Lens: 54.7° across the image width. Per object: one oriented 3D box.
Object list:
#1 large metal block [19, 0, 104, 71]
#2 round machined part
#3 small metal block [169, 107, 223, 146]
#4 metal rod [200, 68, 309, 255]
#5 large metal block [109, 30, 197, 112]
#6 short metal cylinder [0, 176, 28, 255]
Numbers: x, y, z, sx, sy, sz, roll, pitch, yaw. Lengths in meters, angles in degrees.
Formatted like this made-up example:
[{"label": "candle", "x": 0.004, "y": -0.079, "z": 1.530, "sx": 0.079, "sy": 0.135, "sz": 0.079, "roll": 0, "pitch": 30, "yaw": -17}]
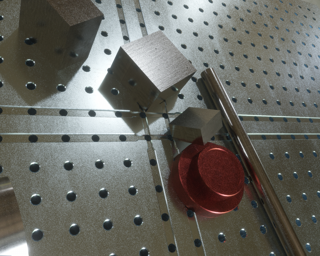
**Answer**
[{"label": "large metal block", "x": -0.126, "y": -0.133, "z": 0.387, "sx": 0.080, "sy": 0.080, "sz": 0.050, "roll": 47, "pitch": 51, "yaw": 5}, {"label": "round machined part", "x": 0.068, "y": 0.060, "z": 0.397, "sx": 0.099, "sy": 0.042, "sz": 0.098, "roll": 14, "pitch": 56, "yaw": -21}, {"label": "small metal block", "x": 0.049, "y": -0.004, "z": 0.418, "sx": 0.050, "sy": 0.050, "sz": 0.025, "roll": -40, "pitch": 127, "yaw": -39}, {"label": "metal rod", "x": 0.129, "y": 0.040, "z": 0.453, "sx": 0.025, "sy": 0.025, "sz": 0.299, "roll": -8, "pitch": 66, "yaw": -32}, {"label": "large metal block", "x": -0.009, "y": -0.082, "z": 0.437, "sx": 0.080, "sy": 0.050, "sz": 0.081, "roll": 49, "pitch": 51, "yaw": 6}, {"label": "short metal cylinder", "x": -0.141, "y": 0.084, "z": 0.246, "sx": 0.050, "sy": 0.080, "sz": 0.080, "roll": -12, "pitch": 68, "yaw": -33}]
